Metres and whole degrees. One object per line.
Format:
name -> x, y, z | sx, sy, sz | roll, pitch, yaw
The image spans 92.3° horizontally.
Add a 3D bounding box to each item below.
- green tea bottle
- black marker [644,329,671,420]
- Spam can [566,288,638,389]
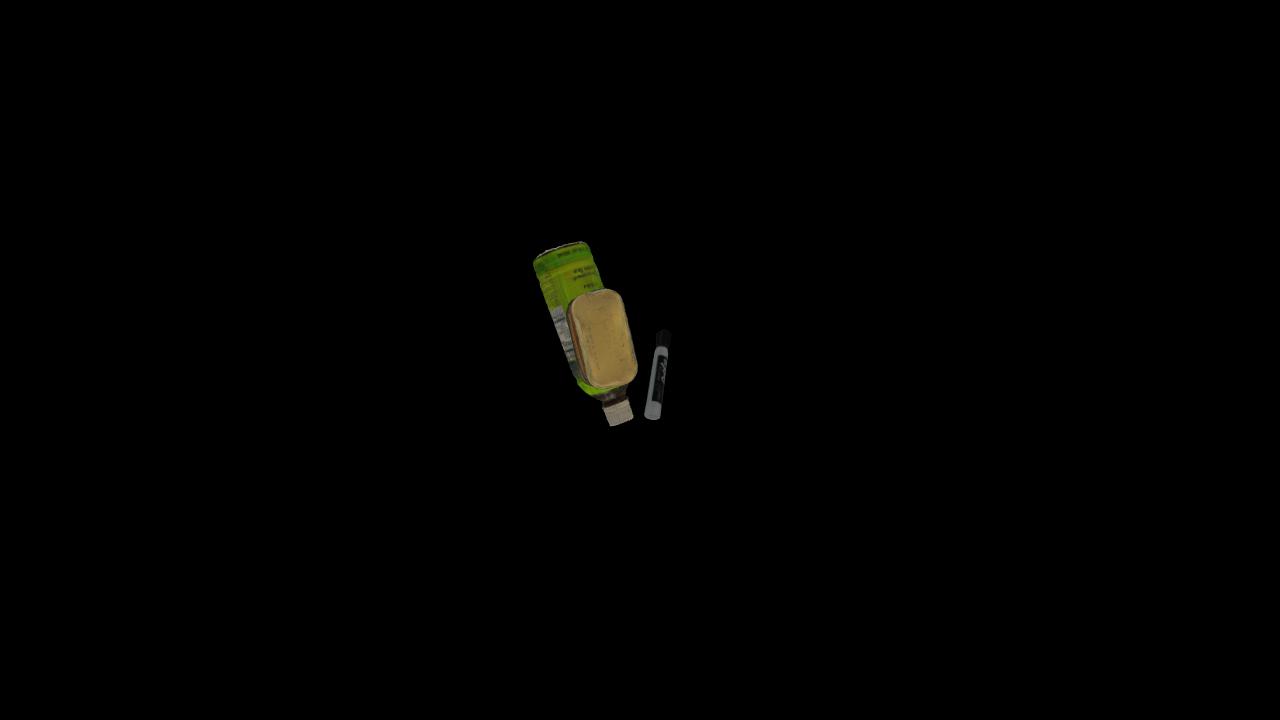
green tea bottle -> -0.058, -0.027, 0.711 | 0.073, 0.212, 0.073 | -18, 3, 1
black marker -> 0.022, 0.014, 0.736 | 0.020, 0.121, 0.020 | 7, -32, 4
Spam can -> -0.040, -0.021, 0.638 | 0.058, 0.101, 0.085 | -14, 4, -9
